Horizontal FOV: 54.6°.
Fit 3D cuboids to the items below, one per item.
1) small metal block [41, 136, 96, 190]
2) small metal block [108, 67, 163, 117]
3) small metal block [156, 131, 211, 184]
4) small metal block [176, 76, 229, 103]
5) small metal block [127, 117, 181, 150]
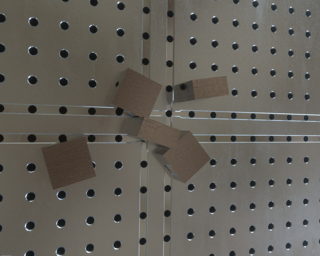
[{"bbox_3d":[-0.110,0.040,0.372,0.050,0.025,0.050,-16,96,-19],"label":"small metal block"},{"bbox_3d":[-0.032,-0.042,0.401,0.050,0.025,0.050,25,82,-18],"label":"small metal block"},{"bbox_3d":[0.032,0.039,0.424,0.050,0.025,0.050,-41,103,-15],"label":"small metal block"},{"bbox_3d":[0.057,-0.052,0.420,0.050,0.050,0.025,-10,94,-20],"label":"small metal block"},{"bbox_3d":[-0.009,0.006,0.396,0.050,0.050,0.025,21,83,-19],"label":"small metal block"}]
